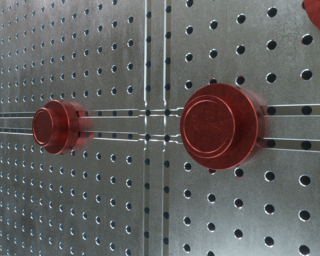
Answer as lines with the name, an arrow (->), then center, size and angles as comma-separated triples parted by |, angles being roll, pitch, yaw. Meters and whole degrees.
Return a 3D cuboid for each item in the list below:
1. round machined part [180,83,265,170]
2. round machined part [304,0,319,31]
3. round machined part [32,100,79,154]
round machined part -> 0.062, -0.001, 0.346 | 0.098, 0.042, 0.097 | 0, 90, 39
round machined part -> 0.171, -0.122, 0.257 | 0.098, 0.042, 0.097 | 0, 90, 39
round machined part -> -0.192, -0.001, 0.553 | 0.098, 0.042, 0.097 | 0, 90, 39
